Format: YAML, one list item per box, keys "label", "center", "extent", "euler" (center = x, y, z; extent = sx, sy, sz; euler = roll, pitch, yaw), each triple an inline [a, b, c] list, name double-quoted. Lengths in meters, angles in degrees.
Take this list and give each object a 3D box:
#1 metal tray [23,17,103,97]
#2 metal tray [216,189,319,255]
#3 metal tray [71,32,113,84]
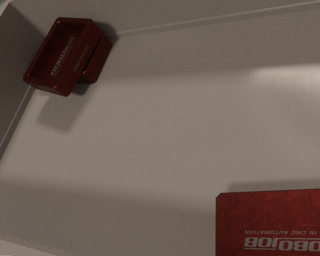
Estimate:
- label: "metal tray"
  center: [-0.163, -0.122, 0.517]
  extent: [0.090, 0.030, 0.130]
  euler: [16, 75, 32]
- label: "metal tray"
  center: [0.118, 0.103, 0.277]
  extent: [0.130, 0.030, 0.090]
  euler: [-8, 58, 23]
- label: "metal tray"
  center: [-0.158, -0.125, 0.560]
  extent: [0.130, 0.030, 0.090]
  euler: [4, 64, 29]
